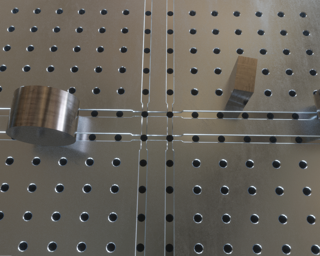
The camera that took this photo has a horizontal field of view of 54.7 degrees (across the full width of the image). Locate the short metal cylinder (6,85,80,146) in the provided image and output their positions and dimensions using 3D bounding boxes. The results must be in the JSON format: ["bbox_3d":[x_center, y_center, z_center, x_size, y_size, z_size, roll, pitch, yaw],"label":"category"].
[{"bbox_3d":[-0.143,-0.012,0.386,0.081,0.080,0.050,2,70,0],"label":"short metal cylinder"}]

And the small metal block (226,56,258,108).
[{"bbox_3d":[0.111,-0.062,0.422,0.025,0.050,0.050,11,71,4],"label":"small metal block"}]

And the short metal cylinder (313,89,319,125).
[{"bbox_3d":[0.244,-0.025,0.394,0.081,0.080,0.050,-3,70,-1],"label":"short metal cylinder"}]
